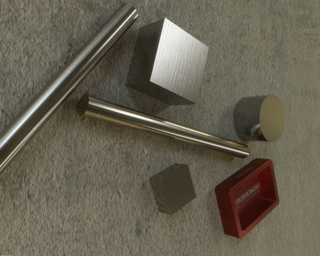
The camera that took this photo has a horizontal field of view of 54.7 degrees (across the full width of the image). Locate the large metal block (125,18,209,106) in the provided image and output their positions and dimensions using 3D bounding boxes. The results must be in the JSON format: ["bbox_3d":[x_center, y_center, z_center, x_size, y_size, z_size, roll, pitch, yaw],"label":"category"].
[{"bbox_3d":[0.011,-0.080,0.399,0.080,0.050,0.080,21,77,-38],"label":"large metal block"}]

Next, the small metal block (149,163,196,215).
[{"bbox_3d":[0.018,0.082,0.423,0.050,0.025,0.050,-26,106,-37],"label":"small metal block"}]

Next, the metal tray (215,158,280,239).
[{"bbox_3d":[0.154,0.117,0.534,0.131,0.030,0.089,-24,105,-38],"label":"metal tray"}]

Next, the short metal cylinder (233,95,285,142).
[{"bbox_3d":[0.173,-0.016,0.537,0.081,0.050,0.079,0,90,-40],"label":"short metal cylinder"}]

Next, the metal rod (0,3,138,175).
[{"bbox_3d":[-0.112,-0.027,0.311,0.025,0.025,0.301,49,61,-29],"label":"metal rod"}]

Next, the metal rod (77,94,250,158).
[{"bbox_3d":[0.029,0.007,0.431,0.302,0.025,0.025,16,80,-39],"label":"metal rod"}]
